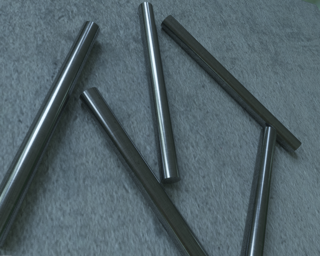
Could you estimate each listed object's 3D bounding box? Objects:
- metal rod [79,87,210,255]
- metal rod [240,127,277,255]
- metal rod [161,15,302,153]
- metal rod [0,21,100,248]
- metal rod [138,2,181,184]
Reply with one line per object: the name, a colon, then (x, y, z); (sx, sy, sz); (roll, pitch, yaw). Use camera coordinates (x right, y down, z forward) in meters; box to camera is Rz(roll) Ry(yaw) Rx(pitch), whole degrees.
metal rod: (-0.004, 0.078, 0.355); (0.025, 0.025, 0.299); (-27, 76, -37)
metal rod: (0.124, 0.103, 0.391); (0.025, 0.025, 0.301); (34, 45, -7)
metal rod: (0.116, -0.074, 0.513); (0.300, 0.025, 0.025); (45, 51, 3)
metal rod: (-0.122, -0.021, 0.351); (0.025, 0.025, 0.300); (23, 53, -15)
metal rod: (-0.005, -0.068, 0.443); (0.025, 0.025, 0.299); (7, 59, -25)
